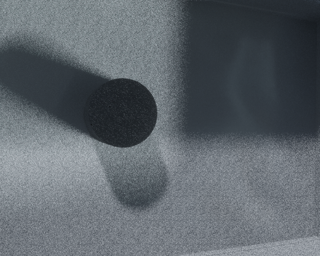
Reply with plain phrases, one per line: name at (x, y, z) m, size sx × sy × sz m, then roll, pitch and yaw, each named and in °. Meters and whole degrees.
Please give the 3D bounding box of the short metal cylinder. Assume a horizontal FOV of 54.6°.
short metal cylinder at (-0.050, -0.017, 0.379) m, size 0.081 × 0.050 × 0.080 m, roll 0°, pitch 90°, yaw -20°
